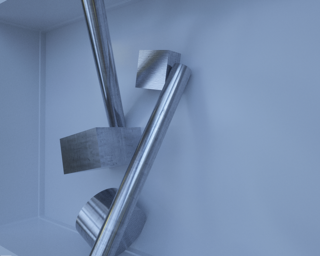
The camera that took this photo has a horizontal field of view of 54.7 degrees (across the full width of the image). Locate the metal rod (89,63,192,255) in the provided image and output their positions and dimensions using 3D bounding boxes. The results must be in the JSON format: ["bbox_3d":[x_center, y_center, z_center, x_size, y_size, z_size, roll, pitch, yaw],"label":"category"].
[{"bbox_3d":[-0.029,0.060,0.348,0.025,0.025,0.299,11,72,39],"label":"metal rod"}]

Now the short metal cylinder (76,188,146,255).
[{"bbox_3d":[-0.066,0.130,0.423,0.050,0.081,0.079,34,111,34],"label":"short metal cylinder"}]

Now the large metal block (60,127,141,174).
[{"bbox_3d":[-0.080,0.031,0.434,0.080,0.081,0.050,-15,81,39],"label":"large metal block"}]

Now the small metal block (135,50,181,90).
[{"bbox_3d":[-0.003,-0.075,0.408,0.050,0.025,0.050,11,97,39],"label":"small metal block"}]

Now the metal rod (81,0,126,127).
[{"bbox_3d":[-0.073,-0.117,0.365,0.025,0.025,0.298,31,141,35],"label":"metal rod"}]
